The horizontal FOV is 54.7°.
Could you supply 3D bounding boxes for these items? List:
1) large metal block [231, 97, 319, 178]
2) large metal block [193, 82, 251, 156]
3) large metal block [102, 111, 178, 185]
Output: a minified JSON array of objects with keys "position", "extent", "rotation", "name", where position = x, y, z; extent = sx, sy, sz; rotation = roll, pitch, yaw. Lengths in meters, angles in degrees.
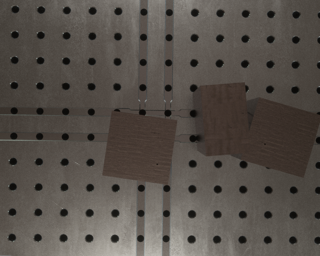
[{"position":[0.148,0.012,0.403],"extent":[0.080,0.050,0.080],"rotation":[16,90,-1],"name":"large metal block"},{"position":[0.073,-0.010,0.387],"extent":[0.050,0.080,0.079],"rotation":[-5,90,0],"name":"large metal block"},{"position":[-0.024,0.024,0.401],"extent":[0.081,0.050,0.080],"rotation":[8,90,-1],"name":"large metal block"}]
